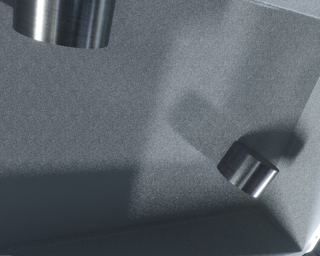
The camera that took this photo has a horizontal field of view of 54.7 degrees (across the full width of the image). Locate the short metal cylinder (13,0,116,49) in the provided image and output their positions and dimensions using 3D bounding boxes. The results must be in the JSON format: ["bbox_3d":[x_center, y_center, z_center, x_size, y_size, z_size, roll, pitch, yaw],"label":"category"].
[{"bbox_3d":[-0.080,-0.104,0.264,0.081,0.080,0.050,1,118,-29],"label":"short metal cylinder"}]

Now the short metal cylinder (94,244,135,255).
[{"bbox_3d":[-0.073,0.237,0.502,0.081,0.050,0.079,-14,124,-21],"label":"short metal cylinder"}]

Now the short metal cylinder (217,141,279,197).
[{"bbox_3d":[0.137,0.063,0.487,0.080,0.080,0.050,23,106,-37],"label":"short metal cylinder"}]
